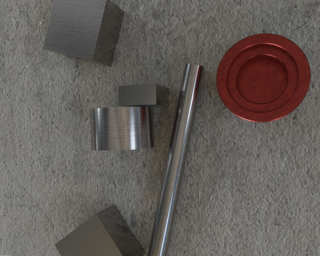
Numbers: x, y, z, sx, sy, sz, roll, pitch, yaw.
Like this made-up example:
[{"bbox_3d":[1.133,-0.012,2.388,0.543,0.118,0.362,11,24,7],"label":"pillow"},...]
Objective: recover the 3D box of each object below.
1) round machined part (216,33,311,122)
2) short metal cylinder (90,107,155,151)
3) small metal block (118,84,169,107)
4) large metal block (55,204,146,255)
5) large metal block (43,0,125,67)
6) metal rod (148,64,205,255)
[{"bbox_3d":[0.118,-0.055,0.358,0.098,0.042,0.097,0,90,19],"label":"round machined part"},{"bbox_3d":[-0.047,0.001,0.395,0.080,0.080,0.050,-2,89,19],"label":"short metal cylinder"},{"bbox_3d":[-0.020,-0.040,0.402,0.050,0.050,0.025,-1,90,19],"label":"small metal block"},{"bbox_3d":[-0.081,0.165,0.423,0.080,0.050,0.080,-39,78,15],"label":"large metal block"},{"bbox_3d":[-0.105,-0.137,0.431,0.080,0.050,0.079,16,95,19],"label":"large metal block"},{"bbox_3d":[0.016,0.067,0.402,0.025,0.025,0.298,12,94,19],"label":"metal rod"}]
